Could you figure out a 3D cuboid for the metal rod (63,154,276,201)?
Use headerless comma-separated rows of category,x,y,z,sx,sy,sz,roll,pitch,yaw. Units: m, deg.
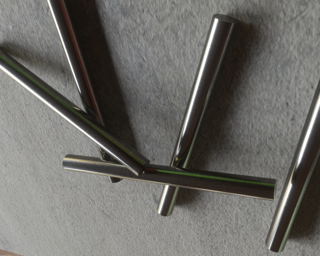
metal rod,-0.006,0.061,0.412,0.301,0.025,0.025,4,120,26

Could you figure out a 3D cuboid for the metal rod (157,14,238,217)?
metal rod,0.036,0.009,0.392,0.025,0.025,0.298,23,127,13

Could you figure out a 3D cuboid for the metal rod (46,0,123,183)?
metal rod,-0.100,-0.052,0.425,0.025,0.025,0.298,1,119,27

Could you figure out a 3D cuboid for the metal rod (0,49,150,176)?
metal rod,-0.139,-0.033,0.431,0.300,0.025,0.025,35,129,14

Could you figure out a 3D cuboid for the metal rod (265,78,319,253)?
metal rod,0.161,0.033,0.342,0.025,0.025,0.298,15,125,19
